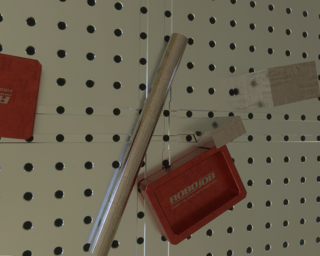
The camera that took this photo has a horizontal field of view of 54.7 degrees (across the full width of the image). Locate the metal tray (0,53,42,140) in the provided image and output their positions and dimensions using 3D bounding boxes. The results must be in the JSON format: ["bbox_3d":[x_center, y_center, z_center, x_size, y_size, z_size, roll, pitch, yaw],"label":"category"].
[{"bbox_3d":[-0.203,-0.039,0.335,0.131,0.030,0.089,7,88,-20],"label":"metal tray"}]

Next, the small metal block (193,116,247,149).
[{"bbox_3d":[0.082,0.005,0.431,0.050,0.050,0.025,-26,99,-18],"label":"small metal block"}]

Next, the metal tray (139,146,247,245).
[{"bbox_3d":[0.048,0.086,0.429,0.131,0.030,0.090,-28,100,-18],"label":"metal tray"}]

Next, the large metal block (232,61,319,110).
[{"bbox_3d":[0.164,-0.060,0.446,0.081,0.080,0.050,-12,95,-20],"label":"large metal block"}]

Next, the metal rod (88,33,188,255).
[{"bbox_3d":[-0.025,0.016,0.404,0.025,0.025,0.299,23,82,-19],"label":"metal rod"}]
